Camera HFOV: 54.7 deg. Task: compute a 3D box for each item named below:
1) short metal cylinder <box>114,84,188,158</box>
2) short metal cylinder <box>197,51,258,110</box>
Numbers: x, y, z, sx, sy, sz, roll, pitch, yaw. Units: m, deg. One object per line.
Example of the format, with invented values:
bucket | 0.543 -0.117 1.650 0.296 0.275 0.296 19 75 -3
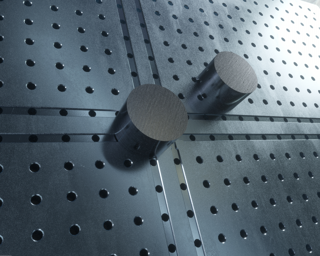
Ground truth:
short metal cylinder | -0.012 -0.009 0.391 0.081 0.050 0.080 14 56 -21
short metal cylinder | 0.107 -0.075 0.495 0.081 0.050 0.080 14 56 -21
